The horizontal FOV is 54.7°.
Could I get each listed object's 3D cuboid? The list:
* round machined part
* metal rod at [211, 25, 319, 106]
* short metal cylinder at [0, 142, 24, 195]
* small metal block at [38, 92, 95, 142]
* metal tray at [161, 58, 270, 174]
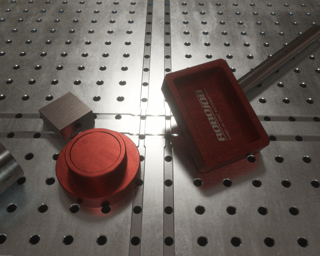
[{"bbox_3d":[-0.072,0.039,0.363,0.099,0.042,0.098,0,50,0],"label":"round machined part"},{"bbox_3d":[0.172,-0.096,0.490,0.302,0.025,0.025,-35,59,-26],"label":"metal rod"},{"bbox_3d":[-0.197,0.039,0.336,0.080,0.080,0.050,30,56,22],"label":"short metal cylinder"},{"bbox_3d":[-0.126,-0.016,0.419,0.050,0.025,0.050,37,59,26],"label":"small metal block"},{"bbox_3d":[0.067,-0.019,0.394,0.091,0.030,0.130,-19,72,-16],"label":"metal tray"}]
